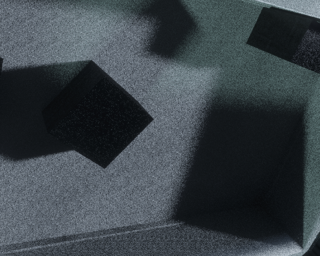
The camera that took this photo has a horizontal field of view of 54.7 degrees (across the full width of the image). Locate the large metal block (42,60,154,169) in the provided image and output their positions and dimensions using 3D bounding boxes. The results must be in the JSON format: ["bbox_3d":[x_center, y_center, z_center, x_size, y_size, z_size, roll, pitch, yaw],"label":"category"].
[{"bbox_3d":[-0.069,-0.014,0.346,0.080,0.050,0.080,-45,129,3],"label":"large metal block"}]

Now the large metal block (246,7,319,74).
[{"bbox_3d":[0.175,-0.111,0.400,0.081,0.080,0.050,9,114,-32],"label":"large metal block"}]

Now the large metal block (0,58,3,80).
[{"bbox_3d":[-0.181,-0.022,0.252,0.050,0.080,0.079,20,112,1],"label":"large metal block"}]
